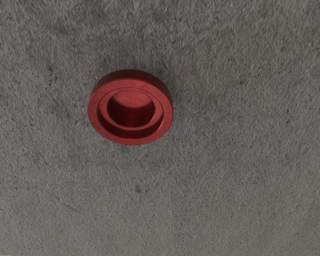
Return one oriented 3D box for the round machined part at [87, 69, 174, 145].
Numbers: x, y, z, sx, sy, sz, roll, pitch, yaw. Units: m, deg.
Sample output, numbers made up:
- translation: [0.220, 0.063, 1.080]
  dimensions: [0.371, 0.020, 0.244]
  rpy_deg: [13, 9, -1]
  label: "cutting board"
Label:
- translation: [-0.033, -0.028, 0.372]
  dimensions: [0.099, 0.042, 0.097]
  rpy_deg: [0, 130, 0]
  label: "round machined part"
